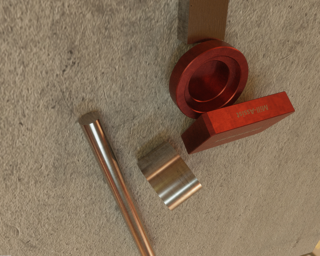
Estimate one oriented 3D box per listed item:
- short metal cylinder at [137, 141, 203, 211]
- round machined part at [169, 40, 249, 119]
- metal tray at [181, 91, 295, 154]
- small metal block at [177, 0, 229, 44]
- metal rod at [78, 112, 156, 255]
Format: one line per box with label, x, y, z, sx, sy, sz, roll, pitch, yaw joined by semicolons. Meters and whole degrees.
short metal cylinder;0.013;0.064;0.418;0.050;0.080;0.080;-37;129;-4
round machined part;0.056;-0.062;0.383;0.099;0.042;0.097;-15;131;-18
metal tray;0.104;-0.006;0.424;0.131;0.030;0.090;-15;165;-20
small metal block;0.049;-0.127;0.355;0.050;0.025;0.050;-13;124;-21
metal rod;-0.050;0.105;0.444;0.025;0.025;0.298;-25;128;-13
